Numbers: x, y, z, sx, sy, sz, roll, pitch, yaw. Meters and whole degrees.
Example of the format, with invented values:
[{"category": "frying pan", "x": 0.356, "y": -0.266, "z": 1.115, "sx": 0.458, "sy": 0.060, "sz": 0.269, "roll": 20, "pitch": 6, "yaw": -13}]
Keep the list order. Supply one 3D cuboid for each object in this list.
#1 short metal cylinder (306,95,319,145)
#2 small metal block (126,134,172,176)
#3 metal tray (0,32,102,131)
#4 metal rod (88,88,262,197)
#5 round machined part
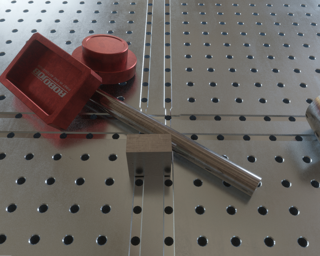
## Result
[{"category": "short metal cylinder", "x": 0.231, "y": -0.009, "z": 0.383, "sx": 0.081, "sy": 0.080, "sz": 0.050, "roll": -4, "pitch": 50, "yaw": -4}, {"category": "small metal block", "x": -0.012, "y": 0.032, "z": 0.364, "sx": 0.050, "sy": 0.050, "sz": 0.025, "roll": -1, "pitch": 50, "yaw": -1}, {"category": "metal tray", "x": -0.155, "y": -0.067, "z": 0.432, "sx": 0.130, "sy": 0.030, "sz": 0.090, "roll": 36, "pitch": 88, "yaw": 26}, {"category": "metal rod", "x": -0.012, "y": -0.001, "z": 0.407, "sx": 0.300, "sy": 0.025, "sz": 0.025, "roll": 29, "pitch": 56, "yaw": 22}, {"category": "round machined part", "x": -0.084, "y": -0.111, "z": 0.475, "sx": 0.099, "sy": 0.042, "sz": 0.098, "roll": 7, "pitch": 39, "yaw": -5}]
